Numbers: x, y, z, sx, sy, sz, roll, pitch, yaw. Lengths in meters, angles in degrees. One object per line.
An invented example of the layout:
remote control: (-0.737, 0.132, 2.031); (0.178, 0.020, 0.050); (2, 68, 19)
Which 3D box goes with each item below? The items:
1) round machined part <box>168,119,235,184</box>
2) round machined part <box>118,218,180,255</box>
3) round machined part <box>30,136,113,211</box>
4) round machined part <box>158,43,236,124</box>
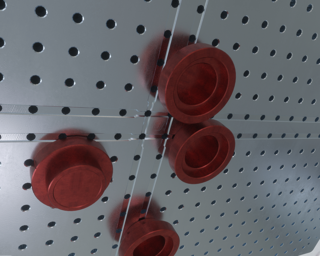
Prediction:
round machined part: (0.056, 0.030, 0.448); (0.099, 0.042, 0.097); (-14, 124, -21)
round machined part: (-0.021, 0.187, 0.503); (0.099, 0.042, 0.097); (-14, 124, -21)
round machined part: (-0.105, 0.062, 0.381); (0.099, 0.042, 0.097); (-14, 124, -21)
round machined part: (0.042, -0.058, 0.387); (0.099, 0.042, 0.097); (-14, 124, -21)
